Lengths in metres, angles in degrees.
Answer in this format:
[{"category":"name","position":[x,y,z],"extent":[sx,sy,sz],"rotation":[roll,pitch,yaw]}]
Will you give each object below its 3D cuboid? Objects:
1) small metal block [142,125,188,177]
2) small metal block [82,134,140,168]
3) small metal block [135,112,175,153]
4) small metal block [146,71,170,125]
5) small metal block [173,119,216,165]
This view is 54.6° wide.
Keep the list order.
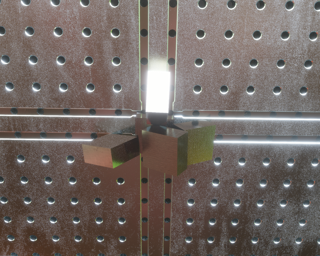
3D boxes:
[{"category":"small metal block","position":[0.006,0.027,0.384],"extent":[0.050,0.025,0.050],"rotation":[12,113,31]},{"category":"small metal block","position":[-0.063,0.028,0.399],"extent":[0.050,0.050,0.025],"rotation":[5,108,35]},{"category":"small metal block","position":[-0.007,0.007,0.416],"extent":[0.050,0.025,0.050],"rotation":[2,110,-1]},{"category":"small metal block","position":[-0.003,-0.035,0.376],"extent":[0.025,0.050,0.050],"rotation":[3,74,0]},{"category":"small metal block","position":[0.044,0.019,0.409],"extent":[0.050,0.025,0.050],"rotation":[-9,113,-30]}]
